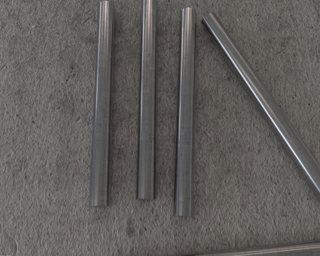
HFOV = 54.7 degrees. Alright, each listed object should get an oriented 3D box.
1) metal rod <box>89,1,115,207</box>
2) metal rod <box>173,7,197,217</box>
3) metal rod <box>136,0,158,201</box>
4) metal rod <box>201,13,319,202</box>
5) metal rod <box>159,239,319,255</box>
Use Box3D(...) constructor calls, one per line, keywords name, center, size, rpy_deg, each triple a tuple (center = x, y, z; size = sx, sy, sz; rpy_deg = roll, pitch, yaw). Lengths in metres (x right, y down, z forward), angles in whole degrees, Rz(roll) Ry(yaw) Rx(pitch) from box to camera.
Box3D(name="metal rod", center=(-0.077, -0.046, 0.424), size=(0.025, 0.025, 0.299), rpy_deg=(-2, 70, -1))
Box3D(name="metal rod", center=(0.035, -0.035, 0.420), size=(0.025, 0.025, 0.299), rpy_deg=(3, 70, 1))
Box3D(name="metal rod", center=(-0.017, -0.054, 0.427), size=(0.025, 0.025, 0.299), rpy_deg=(0, 70, 0))
Box3D(name="metal rod", center=(0.141, -0.039, 0.423), size=(0.025, 0.025, 0.299), rpy_deg=(-25, 72, -9))
Box3D(name="metal rod", center=(0.086, 0.150, 0.353), size=(0.302, 0.025, 0.025), rpy_deg=(-5, 70, -2))
